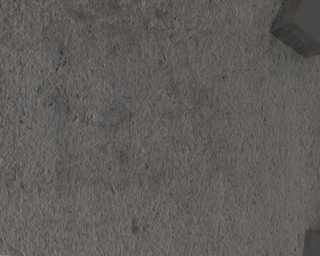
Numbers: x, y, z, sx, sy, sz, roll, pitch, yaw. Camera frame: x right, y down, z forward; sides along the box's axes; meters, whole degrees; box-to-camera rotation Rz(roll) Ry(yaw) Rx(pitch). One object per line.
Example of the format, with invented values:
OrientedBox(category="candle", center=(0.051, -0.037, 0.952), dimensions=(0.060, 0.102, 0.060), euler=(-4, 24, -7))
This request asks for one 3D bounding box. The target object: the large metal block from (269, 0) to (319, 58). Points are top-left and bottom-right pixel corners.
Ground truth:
OrientedBox(category="large metal block", center=(0.230, -0.168, 0.480), dimensions=(0.080, 0.050, 0.080), euler=(28, 81, -18))

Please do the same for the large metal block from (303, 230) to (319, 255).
OrientedBox(category="large metal block", center=(0.272, 0.211, 0.480), dimensions=(0.050, 0.080, 0.080), euler=(9, 87, -20))
